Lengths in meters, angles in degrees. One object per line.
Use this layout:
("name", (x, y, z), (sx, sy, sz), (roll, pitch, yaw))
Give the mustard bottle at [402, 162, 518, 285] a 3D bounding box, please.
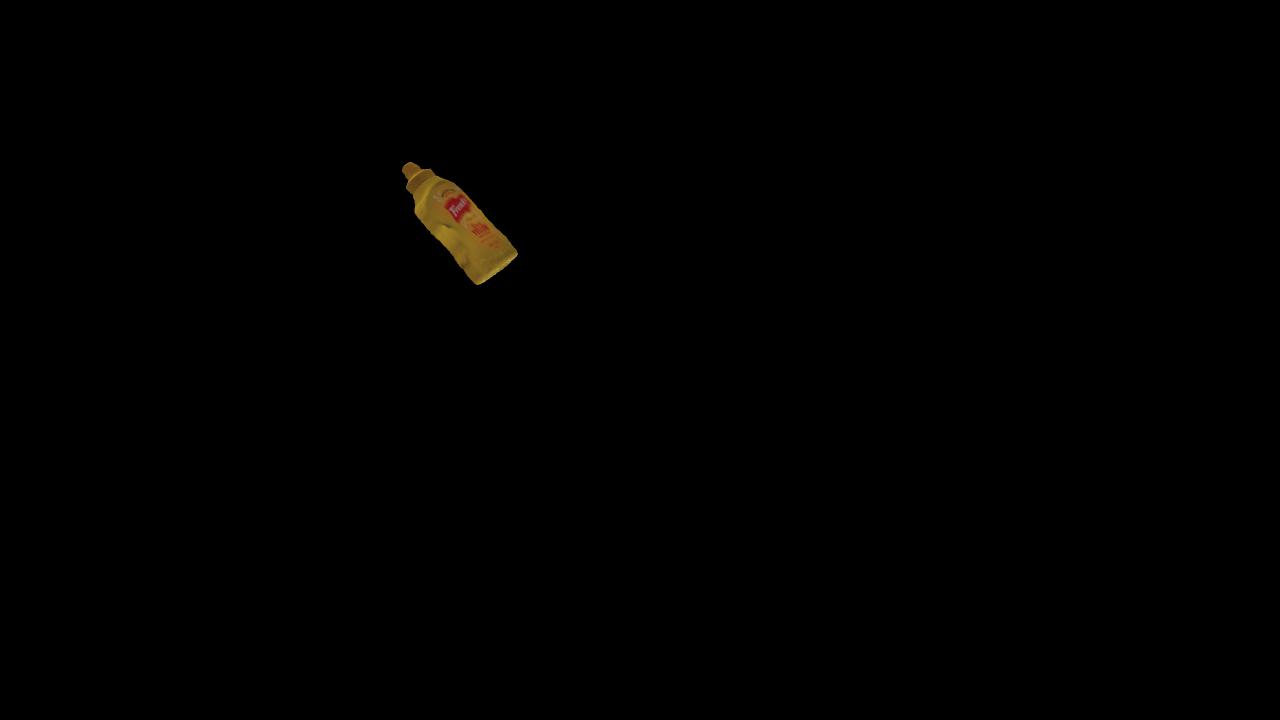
("mustard bottle", (-0.256, -0.194, 0.843), (0.054, 0.184, 0.092), (-32, 13, 41))
